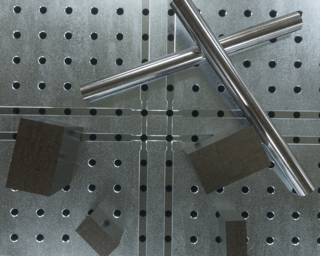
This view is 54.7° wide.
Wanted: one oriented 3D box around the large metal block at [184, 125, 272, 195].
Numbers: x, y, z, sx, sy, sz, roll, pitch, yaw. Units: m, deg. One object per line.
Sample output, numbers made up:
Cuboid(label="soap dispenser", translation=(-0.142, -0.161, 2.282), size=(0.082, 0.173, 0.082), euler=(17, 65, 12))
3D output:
Cuboid(label="large metal block", translation=(0.078, 0.035, 0.386), size=(0.080, 0.080, 0.050), euler=(-25, 90, 0))

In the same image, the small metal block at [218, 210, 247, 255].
Cuboid(label="small metal block", translation=(0.093, 0.138, 0.402), size=(0.025, 0.050, 0.050), euler=(-2, 90, 0))

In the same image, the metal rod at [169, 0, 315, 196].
Cuboid(label="metal rod", translation=(0.109, -0.038, 0.397), size=(0.025, 0.025, 0.299), euler=(-36, 97, 0))

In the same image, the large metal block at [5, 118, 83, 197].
Cuboid(label="large metal block", translation=(-0.139, 0.032, 0.385), size=(0.050, 0.080, 0.080), euler=(12, 90, 0))

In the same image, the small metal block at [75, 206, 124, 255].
Cuboid(label="small metal block", translation=(-0.076, 0.133, 0.400), size=(0.025, 0.050, 0.050), euler=(-44, 90, 0))

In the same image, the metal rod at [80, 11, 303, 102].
Cuboid(label="metal rod", translation=(0.041, -0.095, 0.413), size=(0.301, 0.025, 0.025), euler=(-19, 90, 0))
